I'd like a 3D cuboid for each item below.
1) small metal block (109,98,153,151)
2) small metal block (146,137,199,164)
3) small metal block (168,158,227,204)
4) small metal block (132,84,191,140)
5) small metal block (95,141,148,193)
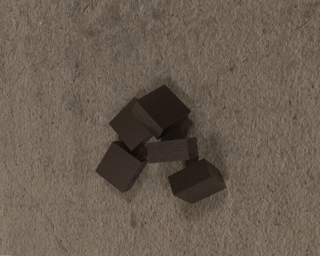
[{"bbox_3d":[-0.032,-0.005,0.419,0.050,0.025,0.050,-44,77,14],"label":"small metal block"},{"bbox_3d":[0.017,0.027,0.389,0.050,0.050,0.025,-8,88,19],"label":"small metal block"},{"bbox_3d":[0.046,0.066,0.376,0.050,0.050,0.025,-30,54,17],"label":"small metal block"},{"bbox_3d":[0.002,-0.021,0.392,0.050,0.050,0.025,47,147,13],"label":"small metal block"},{"bbox_3d":[-0.053,0.052,0.426,0.050,0.025,0.050,34,101,16],"label":"small metal block"}]
